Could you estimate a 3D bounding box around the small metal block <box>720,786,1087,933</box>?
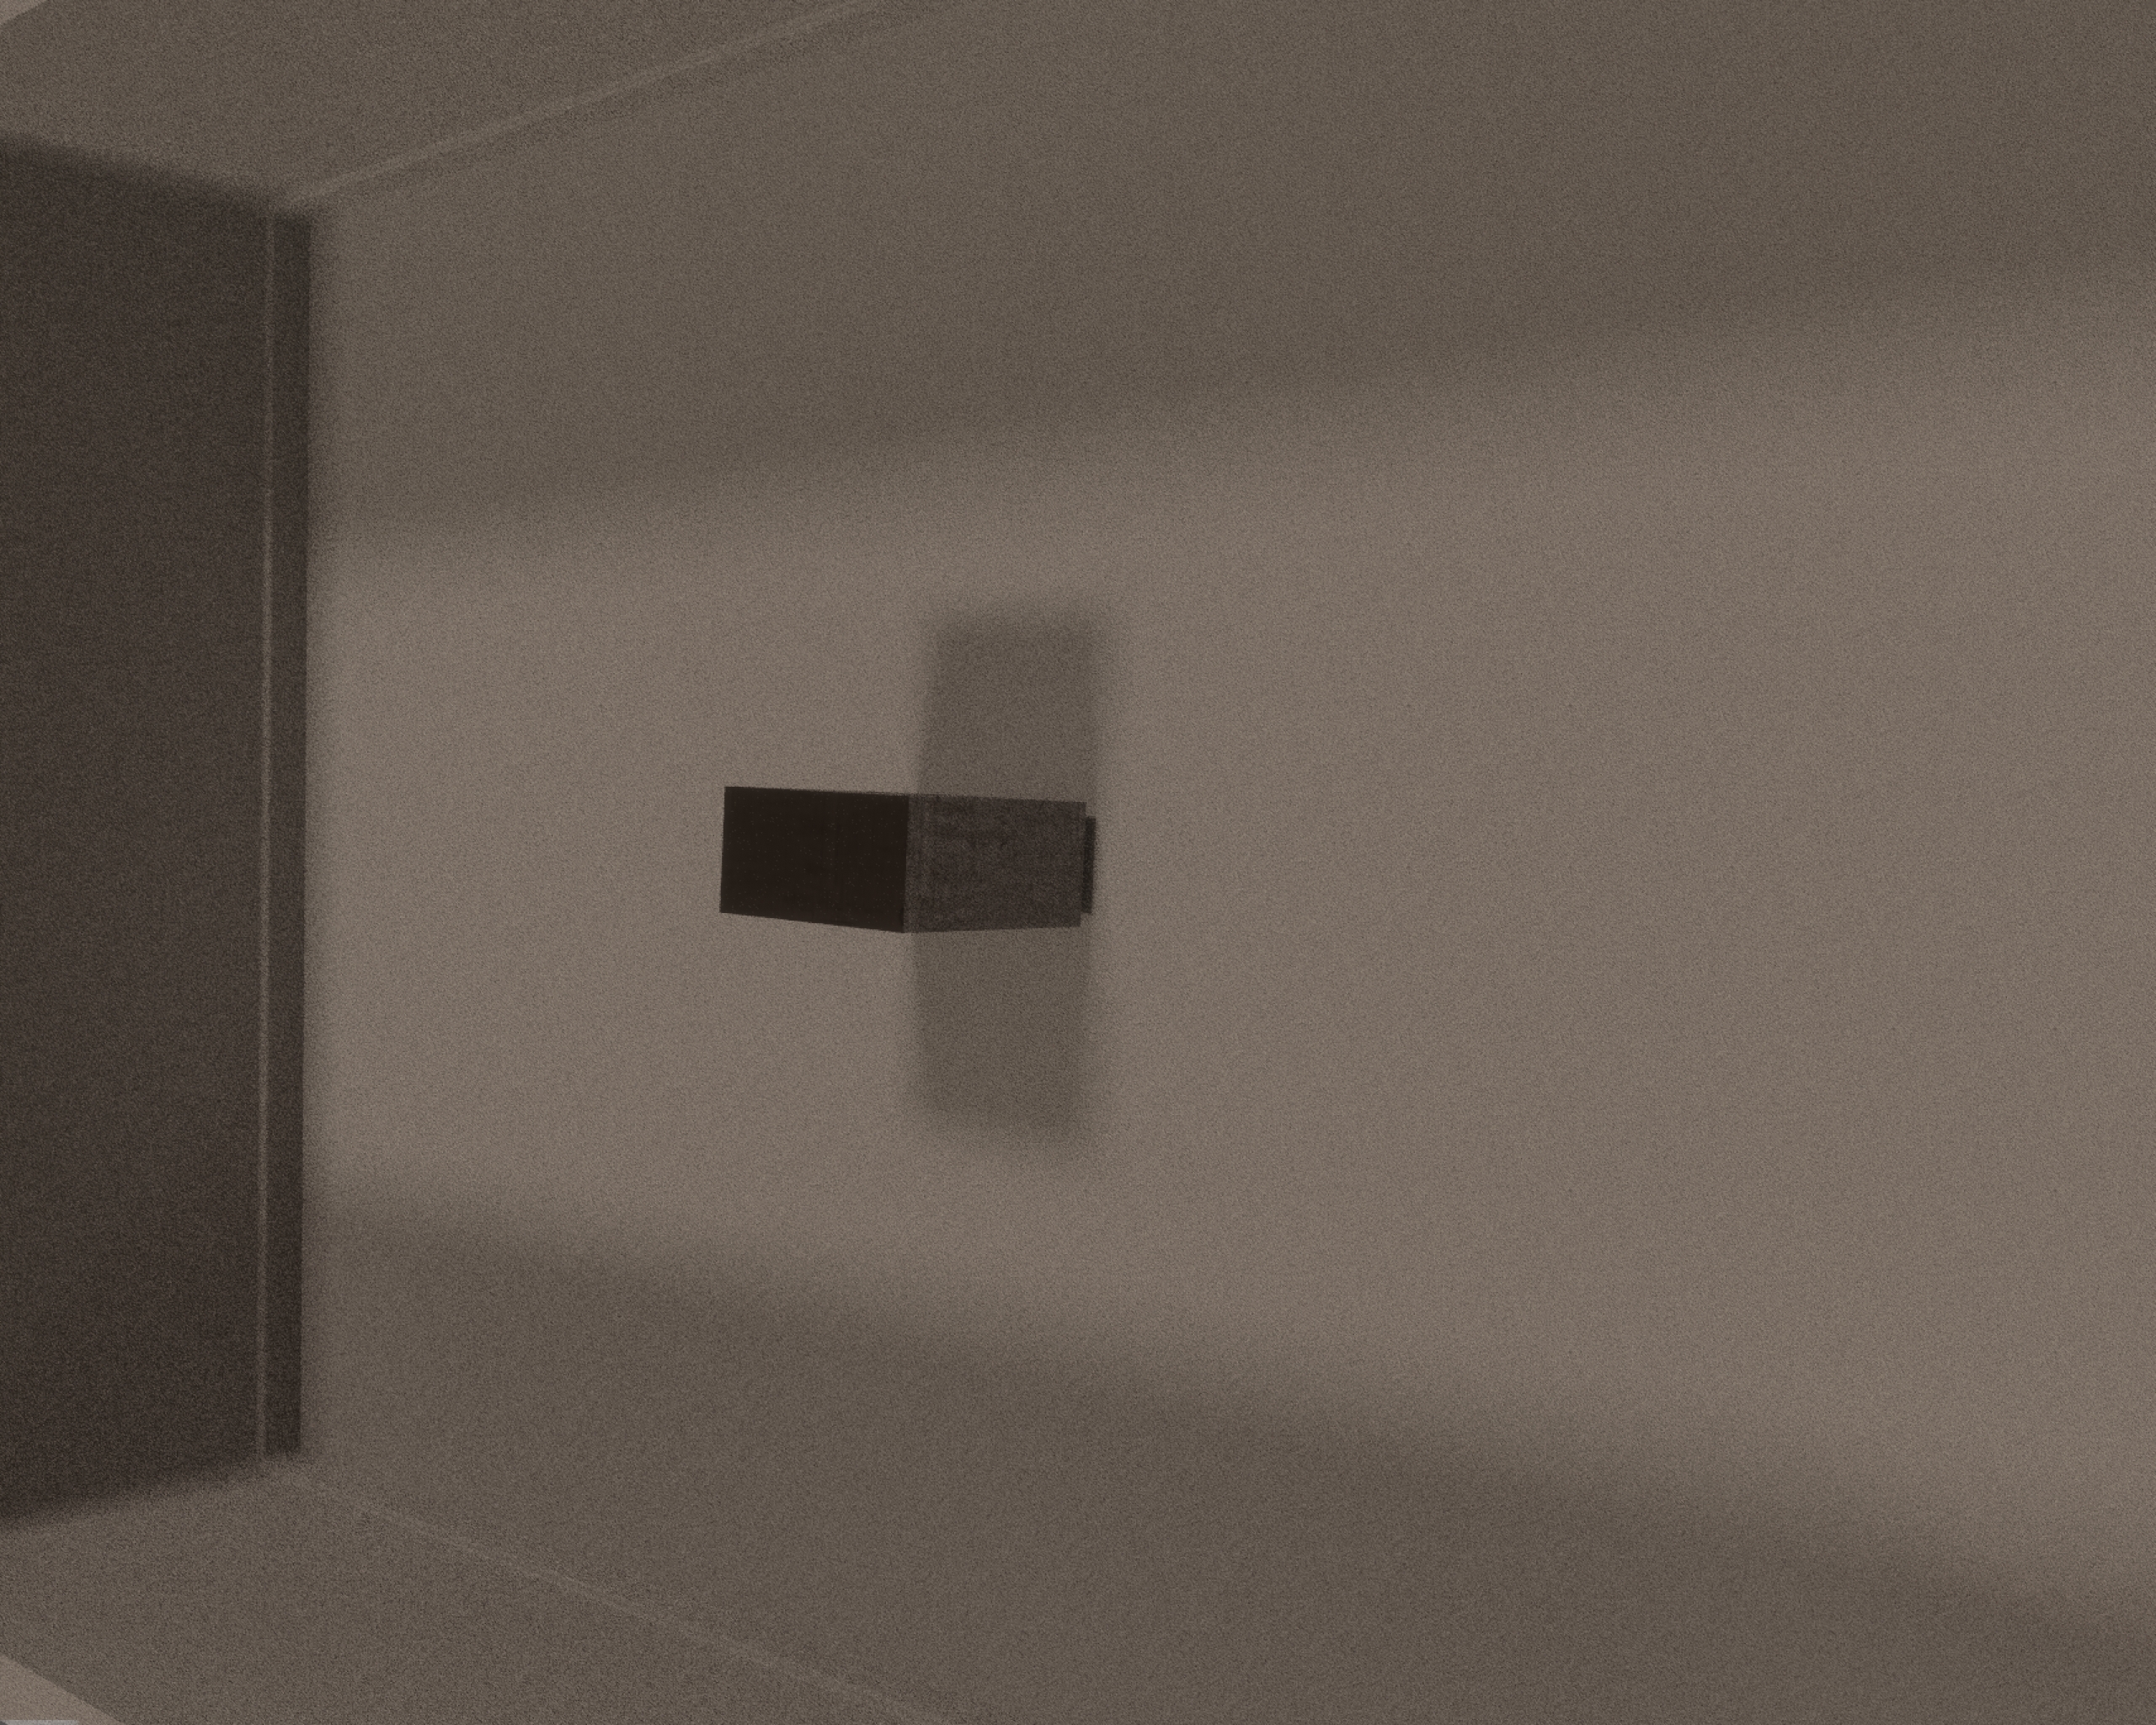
[{"bbox_3d":[-0.034,-0.001,0.412,0.050,0.050,0.025,4,93,39],"label":"small metal block"}]
